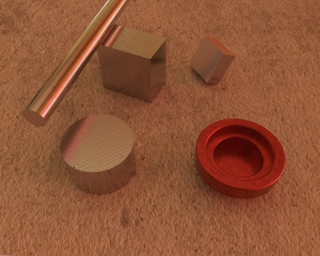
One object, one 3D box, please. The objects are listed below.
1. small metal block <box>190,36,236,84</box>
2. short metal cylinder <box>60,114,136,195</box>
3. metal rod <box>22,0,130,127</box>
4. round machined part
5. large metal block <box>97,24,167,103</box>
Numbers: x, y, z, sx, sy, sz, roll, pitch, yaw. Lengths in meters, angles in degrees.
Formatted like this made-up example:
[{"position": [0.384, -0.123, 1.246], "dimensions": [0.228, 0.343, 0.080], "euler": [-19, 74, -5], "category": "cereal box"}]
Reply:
[{"position": [0.079, -0.103, 0.471], "dimensions": [0.025, 0.050, 0.050], "euler": [-2, 44, -37], "category": "small metal block"}, {"position": [-0.069, 0.030, 0.361], "dimensions": [0.081, 0.050, 0.080], "euler": [0, 50, 0], "category": "short metal cylinder"}, {"position": [-0.084, -0.120, 0.399], "dimensions": [0.025, 0.025, 0.300], "euler": [12, 51, 10], "category": "metal rod"}, {"position": [0.089, 0.039, 0.361], "dimensions": [0.099, 0.042, 0.098], "euler": [0, 50, 0], "category": "round machined part"}, {"position": [-0.038, -0.091, 0.444], "dimensions": [0.080, 0.080, 0.050], "euler": [19, 53, 15], "category": "large metal block"}]
